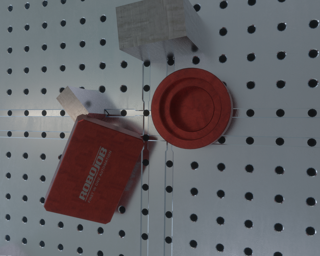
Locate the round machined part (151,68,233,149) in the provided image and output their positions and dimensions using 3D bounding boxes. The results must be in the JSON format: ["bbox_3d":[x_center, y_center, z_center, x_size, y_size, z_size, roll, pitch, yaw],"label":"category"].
[{"bbox_3d":[0.042,-0.023,0.389,0.098,0.042,0.097,0,90,20],"label":"round machined part"}]

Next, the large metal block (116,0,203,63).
[{"bbox_3d":[0.002,-0.119,0.382,0.080,0.080,0.050,-6,88,20],"label":"large metal block"}]

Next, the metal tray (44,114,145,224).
[{"bbox_3d":[-0.088,0.057,0.414,0.091,0.030,0.129,21,99,-21],"label":"metal tray"}]

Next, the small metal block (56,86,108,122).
[{"bbox_3d":[-0.109,-0.030,0.438,0.025,0.050,0.050,-44,77,15],"label":"small metal block"}]
